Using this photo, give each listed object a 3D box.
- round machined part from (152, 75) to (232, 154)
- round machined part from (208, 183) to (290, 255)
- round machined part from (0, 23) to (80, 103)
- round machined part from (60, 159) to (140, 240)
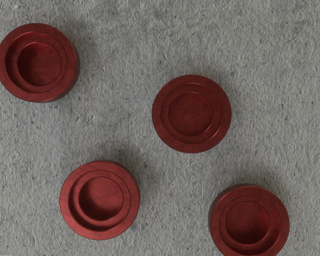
[{"bbox_3d":[0.039,-0.017,0.402,0.099,0.042,0.097,0,90,0],"label":"round machined part"},{"bbox_3d":[0.111,0.120,0.402,0.099,0.042,0.097,0,90,0],"label":"round machined part"},{"bbox_3d":[-0.152,-0.081,0.400,0.099,0.042,0.097,0,90,0],"label":"round machined part"},{"bbox_3d":[-0.074,0.089,0.401,0.099,0.042,0.097,0,90,0],"label":"round machined part"}]
